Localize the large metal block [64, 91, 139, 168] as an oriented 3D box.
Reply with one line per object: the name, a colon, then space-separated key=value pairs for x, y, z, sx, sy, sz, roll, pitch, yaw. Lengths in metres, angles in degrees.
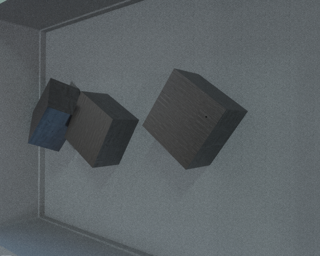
large metal block: x=-0.089 y=0.001 z=0.461 sx=0.080 sy=0.050 sz=0.079 roll=39 pitch=113 yaw=32

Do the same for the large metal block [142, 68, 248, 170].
large metal block: x=0.038 y=-0.011 z=0.358 sx=0.080 sy=0.050 sz=0.080 roll=44 pitch=116 yaw=30

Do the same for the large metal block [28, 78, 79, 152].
large metal block: x=-0.174 y=-0.022 z=0.511 sx=0.080 sy=0.050 sz=0.080 roll=-51 pitch=34 yaw=27
